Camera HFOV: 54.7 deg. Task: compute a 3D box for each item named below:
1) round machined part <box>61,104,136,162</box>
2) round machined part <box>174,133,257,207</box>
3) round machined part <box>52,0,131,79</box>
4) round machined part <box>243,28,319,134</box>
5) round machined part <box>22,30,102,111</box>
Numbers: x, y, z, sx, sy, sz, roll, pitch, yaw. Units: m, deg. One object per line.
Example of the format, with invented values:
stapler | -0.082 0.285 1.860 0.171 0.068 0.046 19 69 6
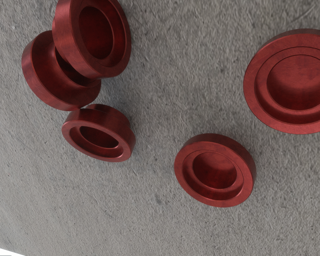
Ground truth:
round machined part | -0.080 0.004 0.425 0.098 0.042 0.098 13 147 9
round machined part | 0.071 0.048 0.388 0.098 0.042 0.097 13 124 21
round machined part | -0.077 -0.102 0.338 0.042 0.098 0.097 -3 117 30
round machined part | 0.134 -0.046 0.297 0.098 0.042 0.097 13 124 21
round machined part | -0.108 -0.073 0.372 0.042 0.098 0.098 -21 107 36
